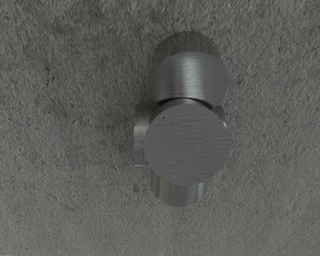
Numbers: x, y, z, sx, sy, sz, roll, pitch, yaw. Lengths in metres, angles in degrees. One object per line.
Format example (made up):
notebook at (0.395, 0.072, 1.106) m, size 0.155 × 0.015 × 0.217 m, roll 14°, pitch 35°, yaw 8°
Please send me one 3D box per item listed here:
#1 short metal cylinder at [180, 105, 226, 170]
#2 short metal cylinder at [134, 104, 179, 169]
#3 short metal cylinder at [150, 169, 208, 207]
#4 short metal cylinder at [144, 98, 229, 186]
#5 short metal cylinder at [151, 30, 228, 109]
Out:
short metal cylinder at (0.048, 0.011, 0.382) m, size 0.050 × 0.080 × 0.079 m, roll 1°, pitch 130°, yaw 0°
short metal cylinder at (-0.004, 0.010, 0.382) m, size 0.050 × 0.080 × 0.079 m, roll 0°, pitch 130°, yaw -1°
short metal cylinder at (0.027, 0.060, 0.425) m, size 0.081 × 0.080 × 0.050 m, roll 0°, pitch 130°, yaw -1°
short metal cylinder at (0.025, 0.012, 0.316) m, size 0.081 × 0.050 × 0.079 m, roll 0°, pitch 102°, yaw -1°
short metal cylinder at (0.031, -0.060, 0.343) m, size 0.081 × 0.050 × 0.079 m, roll 0°, pitch 130°, yaw 0°
